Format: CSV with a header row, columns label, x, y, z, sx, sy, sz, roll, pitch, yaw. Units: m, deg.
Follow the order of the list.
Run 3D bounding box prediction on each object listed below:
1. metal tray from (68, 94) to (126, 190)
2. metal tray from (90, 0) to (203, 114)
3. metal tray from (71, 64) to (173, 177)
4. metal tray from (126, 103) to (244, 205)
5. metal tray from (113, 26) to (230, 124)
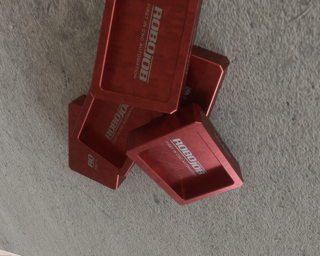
label,x,y,z,sx,sy,sz,roll,pitch,yaw
metal tray,-0.091,0.024,0.465,0.090,0.030,0.129,22,127,14
metal tray,-0.013,-0.086,0.313,0.090,0.030,0.129,12,96,9
metal tray,-0.052,-0.007,0.388,0.090,0.030,0.129,36,129,4
metal tray,0.033,0.038,0.366,0.090,0.030,0.130,-24,131,19
metal tray,0.004,-0.060,0.365,0.130,0.030,0.089,24,127,13
